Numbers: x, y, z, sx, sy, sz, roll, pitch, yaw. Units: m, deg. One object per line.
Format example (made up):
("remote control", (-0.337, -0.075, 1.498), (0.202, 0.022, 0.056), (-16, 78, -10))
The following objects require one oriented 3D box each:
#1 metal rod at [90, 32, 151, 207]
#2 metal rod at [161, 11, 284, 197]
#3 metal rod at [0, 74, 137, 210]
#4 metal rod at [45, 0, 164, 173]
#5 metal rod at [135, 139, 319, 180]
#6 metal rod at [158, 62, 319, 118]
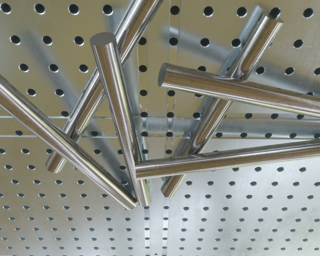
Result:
("metal rod", (-0.040, 0.017, 0.405), (0.025, 0.025, 0.299), (-4, 136, 4))
("metal rod", (0.064, -0.006, 0.406), (0.025, 0.025, 0.298), (15, 129, -13))
("metal rod", (-0.110, 0.039, 0.412), (0.025, 0.025, 0.300), (-19, 137, 15))
("metal rod", (-0.079, -0.041, 0.375), (0.025, 0.025, 0.298), (25, 126, -20))
("metal rod", (0.117, 0.040, 0.422), (0.302, 0.025, 0.025), (-7, 130, -4))
("metal rod", (0.144, -0.032, 0.360), (0.302, 0.025, 0.025), (9, 130, -17))
